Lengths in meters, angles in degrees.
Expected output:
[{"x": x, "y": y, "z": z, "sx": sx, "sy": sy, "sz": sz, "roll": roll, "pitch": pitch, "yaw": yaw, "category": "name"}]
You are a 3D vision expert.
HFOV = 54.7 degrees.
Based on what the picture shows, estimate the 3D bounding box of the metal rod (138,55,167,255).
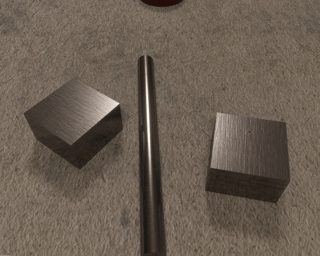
[{"x": -0.015, "y": 0.009, "z": 0.395, "sx": 0.025, "sy": 0.025, "sz": 0.300, "roll": -2, "pitch": 50, "yaw": -2, "category": "metal rod"}]

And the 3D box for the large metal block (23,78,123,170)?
[{"x": -0.106, "y": -0.008, "z": 0.392, "sx": 0.080, "sy": 0.050, "sz": 0.080, "roll": 30, "pitch": 56, "yaw": 22, "category": "large metal block"}]

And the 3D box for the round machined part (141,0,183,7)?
[{"x": 0.004, "y": -0.295, "z": 0.640, "sx": 0.099, "sy": 0.042, "sz": 0.098, "roll": 0, "pitch": 50, "yaw": 0, "category": "round machined part"}]

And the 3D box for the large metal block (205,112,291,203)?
[{"x": 0.100, "y": 0.033, "z": 0.360, "sx": 0.080, "sy": 0.050, "sz": 0.080, "roll": 9, "pitch": 51, "yaw": 7, "category": "large metal block"}]
